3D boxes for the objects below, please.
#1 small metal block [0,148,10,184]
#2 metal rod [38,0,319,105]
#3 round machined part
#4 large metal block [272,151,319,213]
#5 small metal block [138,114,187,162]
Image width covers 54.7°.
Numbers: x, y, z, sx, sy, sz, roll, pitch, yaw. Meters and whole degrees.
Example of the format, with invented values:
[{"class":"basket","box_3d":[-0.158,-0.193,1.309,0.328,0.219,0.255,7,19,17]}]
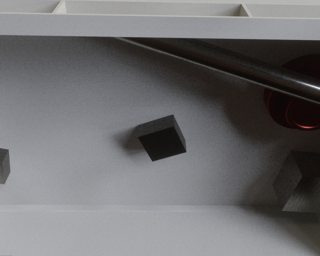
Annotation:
[{"class":"small metal block","box_3d":[-0.250,0.053,0.451,0.050,0.025,0.050,11,129,-10]},{"class":"metal rod","box_3d":[0.030,-0.079,0.314,0.302,0.025,0.025,17,128,-4]},{"class":"round machined part","box_3d":[0.180,-0.035,0.371,0.099,0.042,0.097,-1,130,0]},{"class":"large metal block","box_3d":[0.229,0.083,0.467,0.081,0.050,0.079,4,130,-4]},{"class":"small metal block","box_3d":[0.004,0.014,0.422,0.050,0.025,0.050,-17,129,13]}]
